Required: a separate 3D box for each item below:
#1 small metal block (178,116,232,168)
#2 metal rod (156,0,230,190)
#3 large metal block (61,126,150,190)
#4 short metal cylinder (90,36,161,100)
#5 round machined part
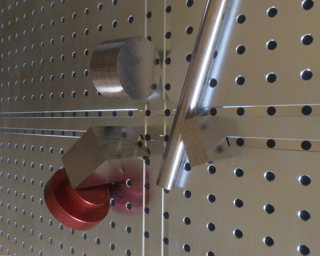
[{"bbox_3d":[0.052,0.015,0.349,0.025,0.050,0.050,-25,74,37],"label":"small metal block"},{"bbox_3d":[0.045,-0.066,0.370,0.025,0.025,0.298,25,105,37],"label":"metal rod"},{"bbox_3d":[-0.076,0.040,0.434,0.080,0.081,0.050,-41,65,32],"label":"large metal block"},{"bbox_3d":[-0.044,-0.078,0.408,0.050,0.081,0.079,6,94,39],"label":"short metal cylinder"},{"bbox_3d":[-0.114,0.095,0.454,0.042,0.099,0.098,-45,63,22],"label":"round machined part"}]
